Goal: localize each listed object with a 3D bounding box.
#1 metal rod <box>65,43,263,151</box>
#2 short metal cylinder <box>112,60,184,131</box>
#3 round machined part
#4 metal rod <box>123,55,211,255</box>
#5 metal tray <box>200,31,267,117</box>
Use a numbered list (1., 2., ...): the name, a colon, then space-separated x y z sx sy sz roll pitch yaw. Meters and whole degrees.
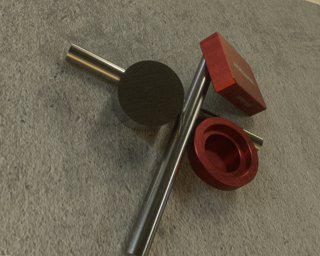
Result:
1. metal rod: 0.015 -0.037 0.437 0.301 0.025 0.025 25 53 -13
2. short metal cylinder: -0.016 -0.038 0.386 0.081 0.050 0.080 2 82 -16
3. round machined part: 0.078 0.037 0.413 0.099 0.042 0.098 14 56 -21
4. metal rod: 0.025 0.012 0.389 0.025 0.025 0.300 29 58 -10
5. metal tray: 0.115 -0.078 0.475 0.131 0.030 0.090 22 48 -50
